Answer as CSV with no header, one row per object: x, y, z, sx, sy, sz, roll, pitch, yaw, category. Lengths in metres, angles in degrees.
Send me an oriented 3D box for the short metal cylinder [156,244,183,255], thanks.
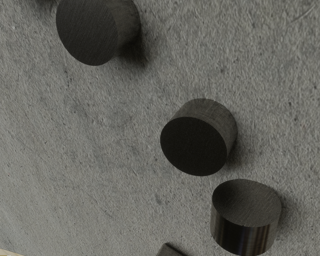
0.007,0.243,0.518,0.050,0.080,0.079,30,128,9,short metal cylinder

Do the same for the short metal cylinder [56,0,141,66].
-0.070,-0.118,0.355,0.080,0.050,0.079,13,124,21,short metal cylinder

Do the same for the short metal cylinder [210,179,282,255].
0.104,0.109,0.384,0.080,0.080,0.050,12,123,22,short metal cylinder

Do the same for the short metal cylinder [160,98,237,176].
0.047,0.011,0.372,0.080,0.050,0.079,13,124,21,short metal cylinder
